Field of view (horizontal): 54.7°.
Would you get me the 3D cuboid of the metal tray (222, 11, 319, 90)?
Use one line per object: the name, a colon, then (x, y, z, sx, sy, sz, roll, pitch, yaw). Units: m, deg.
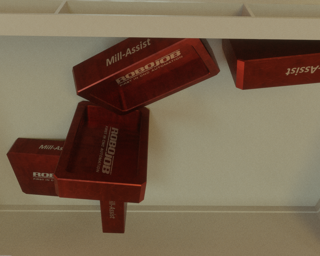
metal tray: (0.133, -0.079, 0.299, 0.131, 0.090, 0.030, -5, 130, 4)

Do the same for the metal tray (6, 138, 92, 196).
metal tray: (-0.141, 0.061, 0.449, 0.131, 0.030, 0.089, 4, 130, 3)

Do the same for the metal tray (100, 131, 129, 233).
metal tray: (-0.061, 0.072, 0.426, 0.030, 0.090, 0.129, 3, 130, -3)

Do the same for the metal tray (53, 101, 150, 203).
metal tray: (-0.060, 0.022, 0.358, 0.091, 0.130, 0.030, 6, 130, -5)

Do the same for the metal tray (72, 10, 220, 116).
metal tray: (-0.012, -0.060, 0.325, 0.130, 0.030, 0.090, -22, 160, 18)
